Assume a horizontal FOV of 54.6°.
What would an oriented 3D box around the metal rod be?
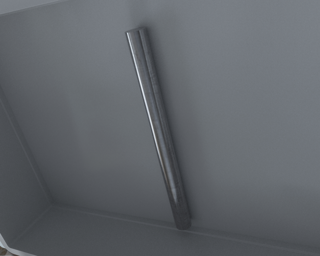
[{"bbox_3d":[0.004,0.019,0.418,0.025,0.025,0.298,1,119,28],"label":"metal rod"}]
